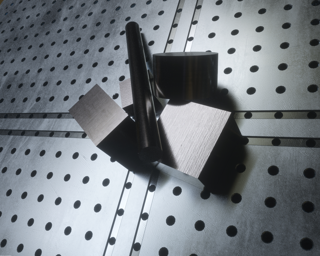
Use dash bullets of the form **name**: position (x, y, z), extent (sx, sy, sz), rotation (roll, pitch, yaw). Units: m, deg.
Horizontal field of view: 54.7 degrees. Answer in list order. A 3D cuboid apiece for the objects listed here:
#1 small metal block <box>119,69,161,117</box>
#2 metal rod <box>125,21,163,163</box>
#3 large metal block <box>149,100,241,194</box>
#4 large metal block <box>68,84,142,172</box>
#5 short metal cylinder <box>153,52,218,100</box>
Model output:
- **small metal block**: position (-0.030, -0.051, 0.454), extent (0.050, 0.025, 0.050), rotation (-22, 54, 14)
- **metal rod**: position (-0.029, -0.073, 0.428), extent (0.025, 0.025, 0.300), rotation (-25, 41, 13)
- **large metal block**: position (0.036, 0.018, 0.361), extent (0.080, 0.050, 0.080), rotation (19, 72, 35)
- **large metal block**: position (-0.060, 0.000, 0.402), extent (0.050, 0.080, 0.080), rotation (-45, 51, -3)
- **short metal cylinder**: position (0.032, -0.068, 0.388), extent (0.080, 0.081, 0.050), rotation (9, 110, 32)
